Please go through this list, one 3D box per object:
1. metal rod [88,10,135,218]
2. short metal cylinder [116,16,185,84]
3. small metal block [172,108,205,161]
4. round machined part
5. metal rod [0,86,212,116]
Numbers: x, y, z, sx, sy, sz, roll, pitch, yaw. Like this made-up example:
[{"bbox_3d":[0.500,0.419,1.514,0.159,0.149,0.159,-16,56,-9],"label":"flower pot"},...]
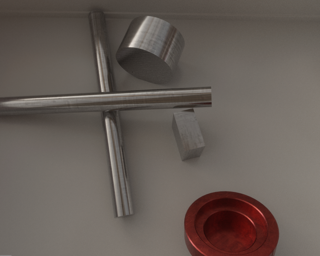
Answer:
[{"bbox_3d":[-0.069,-0.033,0.420,0.025,0.025,0.299,-10,70,-4],"label":"metal rod"},{"bbox_3d":[-0.013,-0.103,0.418,0.080,0.080,0.050,18,71,6],"label":"short metal cylinder"},{"bbox_3d":[0.035,0.010,0.393,0.025,0.050,0.050,-14,71,-5],"label":"small metal block"},{"bbox_3d":[0.076,0.119,0.341,0.099,0.042,0.098,-2,32,1],"label":"round machined part"},{"bbox_3d":[-0.087,-0.033,0.395,0.302,0.025,0.025,-2,70,8],"label":"metal rod"}]
